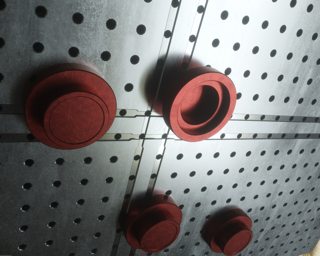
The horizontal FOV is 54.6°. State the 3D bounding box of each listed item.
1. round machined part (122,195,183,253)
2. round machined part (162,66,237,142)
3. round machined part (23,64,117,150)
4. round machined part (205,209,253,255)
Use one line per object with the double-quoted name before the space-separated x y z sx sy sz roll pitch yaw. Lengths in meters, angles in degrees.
"round machined part" -0.007 0.158 0.493 0.099 0.042 0.097 -14 124 -21
"round machined part" 0.047 -0.034 0.404 0.099 0.042 0.097 -14 124 -21
"round machined part" -0.094 -0.017 0.338 0.099 0.042 0.097 -14 124 -21
"round machined part" 0.140 0.209 0.605 0.099 0.042 0.097 -14 124 -21
